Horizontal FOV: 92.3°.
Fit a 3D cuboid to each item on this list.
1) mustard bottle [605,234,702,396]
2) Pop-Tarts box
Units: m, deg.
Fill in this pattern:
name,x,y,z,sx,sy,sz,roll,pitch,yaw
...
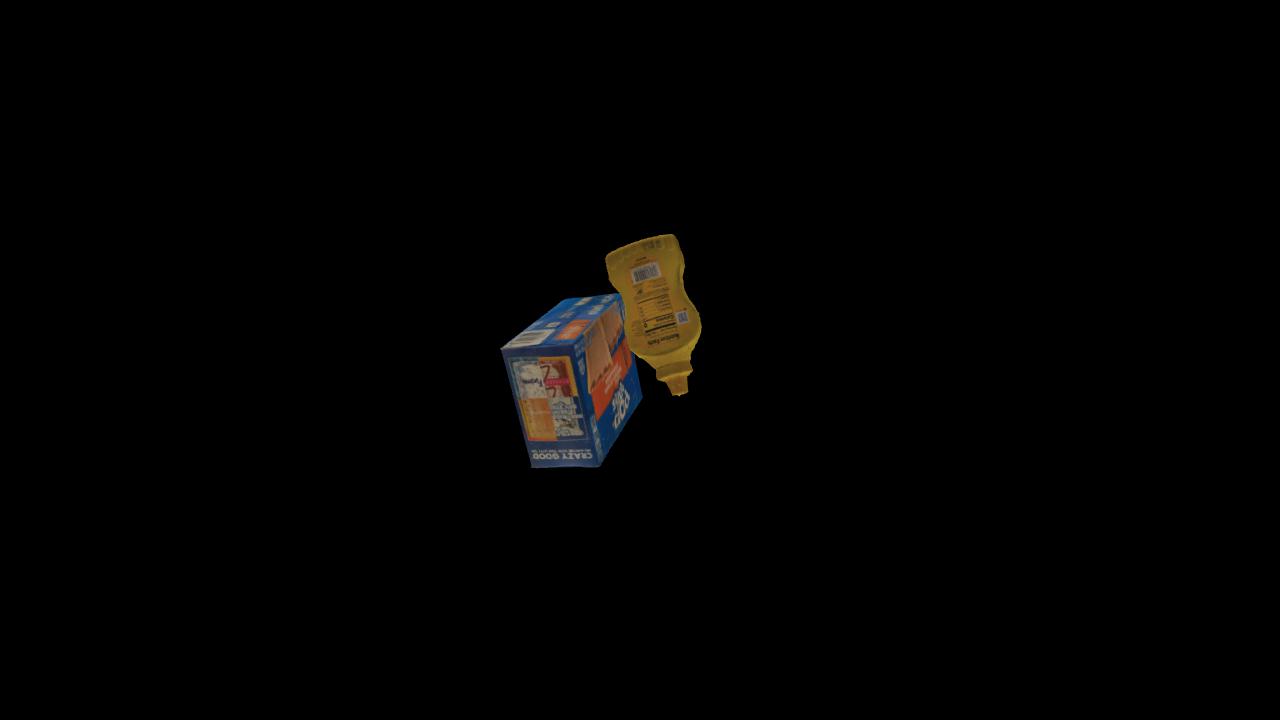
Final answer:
name,x,y,z,sx,sy,sz,roll,pitch,yaw
mustard bottle,0.023,-0.047,0.715,0.092,0.184,0.054,-15,-9,3
Pop-Tarts box,-0.067,0.018,0.690,0.083,0.141,0.167,-2,21,19
